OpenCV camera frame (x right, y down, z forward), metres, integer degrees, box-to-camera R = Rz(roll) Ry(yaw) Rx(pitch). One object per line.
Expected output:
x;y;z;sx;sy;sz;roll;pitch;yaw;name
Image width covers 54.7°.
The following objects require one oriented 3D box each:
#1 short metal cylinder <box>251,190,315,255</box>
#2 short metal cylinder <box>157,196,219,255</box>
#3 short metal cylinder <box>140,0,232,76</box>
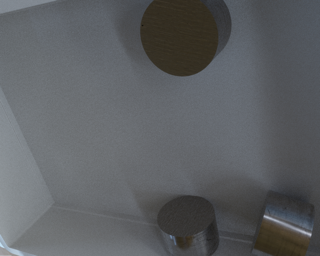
0.145;0.121;0.371;0.050;0.080;0.079;17;125;18;short metal cylinder
0.041;0.142;0.439;0.080;0.080;0.050;1;119;28;short metal cylinder
0.027;-0.099;0.317;0.080;0.050;0.079;13;124;21;short metal cylinder
